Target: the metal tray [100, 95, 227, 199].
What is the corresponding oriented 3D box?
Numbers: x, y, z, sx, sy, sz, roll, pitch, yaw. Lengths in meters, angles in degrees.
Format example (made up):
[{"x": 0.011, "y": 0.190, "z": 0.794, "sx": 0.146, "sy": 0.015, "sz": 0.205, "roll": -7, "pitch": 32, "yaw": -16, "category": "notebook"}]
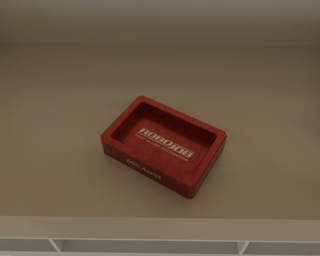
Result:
[{"x": 0.005, "y": 0.018, "z": 0.386, "sx": 0.130, "sy": 0.030, "sz": 0.090, "roll": 25, "pitch": 54, "yaw": 20, "category": "metal tray"}]
